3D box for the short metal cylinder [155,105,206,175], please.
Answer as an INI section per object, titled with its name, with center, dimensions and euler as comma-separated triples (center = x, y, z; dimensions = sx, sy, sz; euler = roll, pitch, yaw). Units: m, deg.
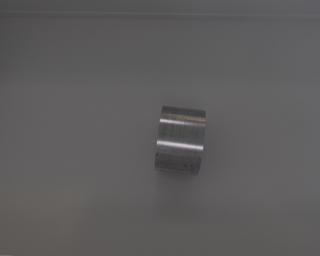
[short metal cylinder]
center = 0.024, 0.015, 0.375
dimensions = 0.050, 0.080, 0.080
euler = 7, 70, 3
